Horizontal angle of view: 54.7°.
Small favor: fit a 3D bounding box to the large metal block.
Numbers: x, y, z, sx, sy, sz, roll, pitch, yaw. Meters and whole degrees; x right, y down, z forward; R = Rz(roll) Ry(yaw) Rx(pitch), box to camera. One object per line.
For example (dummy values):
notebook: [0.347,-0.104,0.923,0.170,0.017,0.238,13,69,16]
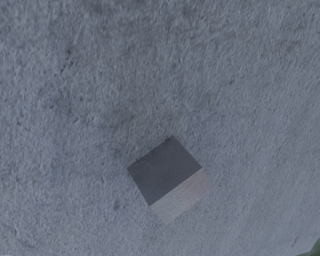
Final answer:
large metal block: [0.013,0.069,0.423,0.080,0.080,0.050,-35,129,-5]
